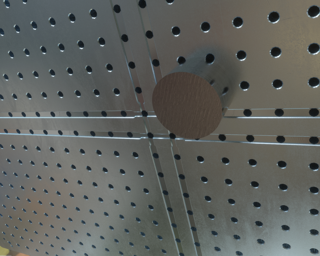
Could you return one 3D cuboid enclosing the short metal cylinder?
[{"bbox_3d":[0.038,-0.034,0.354,0.080,0.050,0.080,13,124,21],"label":"short metal cylinder"}]
